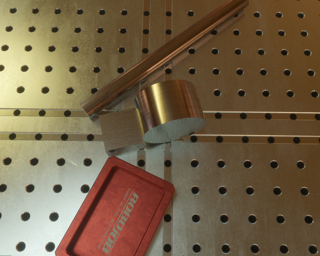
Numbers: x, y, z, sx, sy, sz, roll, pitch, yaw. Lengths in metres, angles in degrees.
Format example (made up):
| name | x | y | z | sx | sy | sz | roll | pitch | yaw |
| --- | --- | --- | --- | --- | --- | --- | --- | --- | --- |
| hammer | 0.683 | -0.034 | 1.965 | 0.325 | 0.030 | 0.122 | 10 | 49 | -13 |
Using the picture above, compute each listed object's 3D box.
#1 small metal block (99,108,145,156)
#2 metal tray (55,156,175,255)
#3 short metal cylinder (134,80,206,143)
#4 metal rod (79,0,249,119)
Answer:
| name | x | y | z | sx | sy | sz | roll | pitch | yaw |
| --- | --- | --- | --- | --- | --- | --- | --- | --- | --- |
| small metal block | -0.050 | 0.005 | 0.409 | 0.050 | 0.025 | 0.050 | -13 | 71 | -5 |
| metal tray | -0.049 | 0.110 | 0.368 | 0.090 | 0.030 | 0.130 | 25 | 72 | 8 |
| short metal cylinder | 0.012 | -0.019 | 0.390 | 0.081 | 0.080 | 0.050 | -13 | 71 | -5 |
| metal rod | 0.014 | -0.112 | 0.452 | 0.301 | 0.025 | 0.025 | -38 | 75 | -13 |
